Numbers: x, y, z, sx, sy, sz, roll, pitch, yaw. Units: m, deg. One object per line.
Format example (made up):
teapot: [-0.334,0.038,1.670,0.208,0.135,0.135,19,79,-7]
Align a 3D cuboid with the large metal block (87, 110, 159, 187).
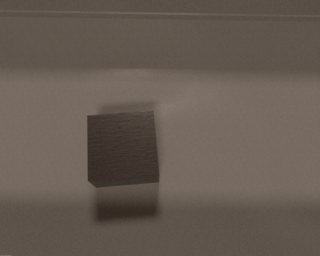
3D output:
large metal block: [-0.045,0.027,0.386,0.081,0.050,0.080,-5,70,-2]
